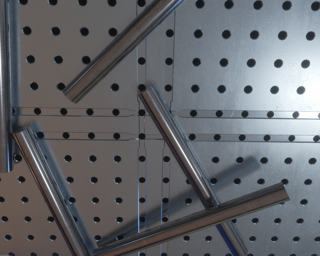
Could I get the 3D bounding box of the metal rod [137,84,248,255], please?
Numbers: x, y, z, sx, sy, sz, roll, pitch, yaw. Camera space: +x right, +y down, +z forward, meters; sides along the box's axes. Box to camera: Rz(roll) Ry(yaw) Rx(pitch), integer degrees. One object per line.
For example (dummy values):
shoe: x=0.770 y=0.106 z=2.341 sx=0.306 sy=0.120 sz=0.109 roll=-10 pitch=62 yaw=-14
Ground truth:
metal rod: x=0.054 y=0.073 z=0.440 sx=0.025 sy=0.025 sz=0.299 roll=-28 pitch=108 yaw=9

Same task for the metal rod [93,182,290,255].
metal rod: x=0.033 y=0.142 z=0.445 sx=0.300 sy=0.025 sz=0.025 roll=-25 pitch=109 yaw=16

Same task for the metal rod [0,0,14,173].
metal rod: x=-0.196 y=-0.082 z=0.380 sx=0.025 sy=0.025 sz=0.298 roll=7 pitch=110 yaw=-3

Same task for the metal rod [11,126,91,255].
metal rod: x=-0.142 y=0.136 z=0.461 sx=0.025 sy=0.025 sz=0.298 roll=-16 pitch=110 yaw=5

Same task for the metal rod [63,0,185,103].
metal rod: x=-0.004 y=-0.136 z=0.363 sx=0.300 sy=0.025 sz=0.025 roll=-40 pitch=106 yaw=13
